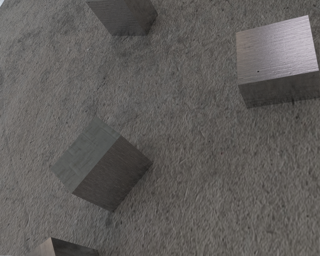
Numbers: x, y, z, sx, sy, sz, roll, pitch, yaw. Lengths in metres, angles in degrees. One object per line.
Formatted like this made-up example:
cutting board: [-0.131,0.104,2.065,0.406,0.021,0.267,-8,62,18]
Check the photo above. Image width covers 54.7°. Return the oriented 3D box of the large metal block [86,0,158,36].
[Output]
large metal block: [-0.063,-0.204,0.527,0.080,0.080,0.050,11,68,33]

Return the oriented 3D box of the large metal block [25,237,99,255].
large metal block: [-0.113,0.167,0.326,0.080,0.080,0.050,-37,51,3]

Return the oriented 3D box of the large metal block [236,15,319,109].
large metal block: [0.136,-0.075,0.363,0.080,0.050,0.080,-8,58,24]

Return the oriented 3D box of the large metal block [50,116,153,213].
large metal block: [-0.067,0.046,0.376,0.050,0.080,0.080,33,80,38]
